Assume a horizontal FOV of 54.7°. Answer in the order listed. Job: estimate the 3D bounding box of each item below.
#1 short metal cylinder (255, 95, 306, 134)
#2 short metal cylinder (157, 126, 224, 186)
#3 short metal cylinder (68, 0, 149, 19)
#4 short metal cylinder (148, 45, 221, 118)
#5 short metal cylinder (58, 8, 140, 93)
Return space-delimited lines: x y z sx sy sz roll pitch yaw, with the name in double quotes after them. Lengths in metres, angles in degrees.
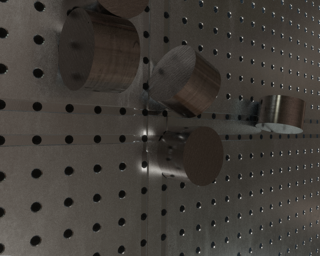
0.218 -0.023 0.560 0.080 0.080 0.050 19 78 -39 "short metal cylinder"
0.043 0.037 0.432 0.081 0.050 0.079 0 90 -40 "short metal cylinder"
-0.058 -0.157 0.346 0.081 0.050 0.079 0 90 -40 "short metal cylinder"
0.031 -0.059 0.401 0.050 0.080 0.080 30 72 -37 "short metal cylinder"
-0.065 -0.077 0.320 0.050 0.080 0.079 -2 91 -40 "short metal cylinder"
